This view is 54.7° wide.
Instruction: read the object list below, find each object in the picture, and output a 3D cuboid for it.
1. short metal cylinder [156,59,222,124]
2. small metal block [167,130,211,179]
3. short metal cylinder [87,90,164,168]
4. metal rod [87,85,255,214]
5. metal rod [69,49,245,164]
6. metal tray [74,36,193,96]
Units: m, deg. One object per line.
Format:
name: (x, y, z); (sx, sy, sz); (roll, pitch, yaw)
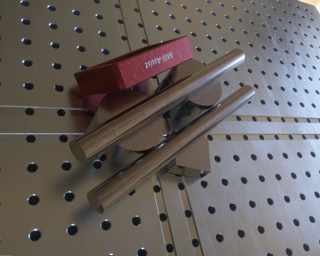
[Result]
short metal cylinder: (0.041, -0.053, 0.449); (0.081, 0.050, 0.080); (14, 56, -21)
small metal block: (0.037, 0.035, 0.407); (0.050, 0.025, 0.050); (14, 56, -21)
short metal cylinder: (-0.042, 0.001, 0.370); (0.081, 0.050, 0.080); (14, 56, -21)
metal rod: (0.038, 0.008, 0.391); (0.302, 0.025, 0.025); (-33, 80, -38)
metal rod: (0.021, -0.044, 0.382); (0.302, 0.025, 0.025); (-34, 81, -38)
metal tray: (-0.031, -0.081, 0.398); (0.131, 0.090, 0.030); (-33, 112, -38)
